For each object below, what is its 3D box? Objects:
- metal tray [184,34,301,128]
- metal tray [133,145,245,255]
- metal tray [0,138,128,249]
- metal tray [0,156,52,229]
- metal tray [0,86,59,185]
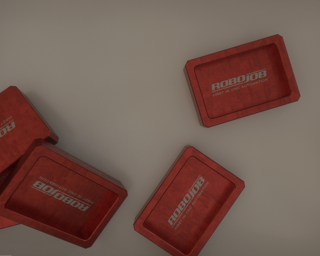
[{"bbox_3d":[0.106,-0.060,0.410,0.131,0.030,0.090,-17,90,-1],"label":"metal tray"},{"bbox_3d":[0.037,0.099,0.409,0.090,0.030,0.130,35,90,-1],"label":"metal tray"},{"bbox_3d":[-0.117,0.082,0.377,0.130,0.030,0.090,36,88,-29],"label":"metal tray"},{"bbox_3d":[-0.216,0.086,0.406,0.131,0.030,0.089,-15,90,-1],"label":"metal tray"},{"bbox_3d":[-0.206,0.020,0.382,0.130,0.030,0.090,-39,73,-11],"label":"metal tray"}]
